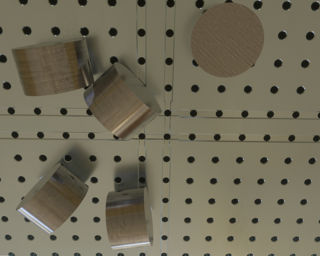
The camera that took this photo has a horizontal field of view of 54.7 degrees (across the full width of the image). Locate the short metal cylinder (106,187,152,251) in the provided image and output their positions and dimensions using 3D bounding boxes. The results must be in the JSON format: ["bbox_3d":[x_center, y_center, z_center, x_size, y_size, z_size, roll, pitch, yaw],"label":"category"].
[{"bbox_3d":[-0.040,0.125,0.430,0.050,0.080,0.079,-8,110,2],"label":"short metal cylinder"}]

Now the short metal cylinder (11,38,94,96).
[{"bbox_3d":[-0.121,-0.072,0.356,0.080,0.080,0.050,-7,110,2],"label":"short metal cylinder"}]

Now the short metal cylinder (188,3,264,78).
[{"bbox_3d":[0.074,-0.104,0.363,0.081,0.050,0.079,0,110,-1],"label":"short metal cylinder"}]

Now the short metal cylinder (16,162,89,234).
[{"bbox_3d":[-0.143,0.093,0.416,0.080,0.080,0.050,-41,105,13],"label":"short metal cylinder"}]

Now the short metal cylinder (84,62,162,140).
[{"bbox_3d":[-0.044,-0.032,0.372,0.050,0.080,0.080,-40,106,13],"label":"short metal cylinder"}]
